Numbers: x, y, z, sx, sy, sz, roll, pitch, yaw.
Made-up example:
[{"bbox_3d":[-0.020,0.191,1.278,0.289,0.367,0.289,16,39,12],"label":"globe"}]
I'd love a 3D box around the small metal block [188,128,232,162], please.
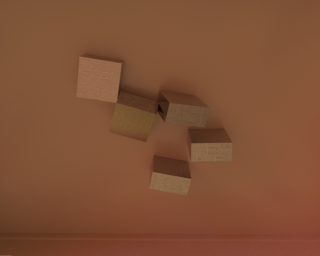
[{"bbox_3d":[0.064,0.021,0.406,0.050,0.050,0.025,-1,110,0],"label":"small metal block"}]

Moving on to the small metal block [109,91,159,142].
[{"bbox_3d":[-0.034,-0.014,0.397,0.050,0.025,0.050,16,130,-7],"label":"small metal block"}]

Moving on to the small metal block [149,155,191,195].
[{"bbox_3d":[0.013,0.063,0.421,0.050,0.050,0.025,11,110,-4],"label":"small metal block"}]

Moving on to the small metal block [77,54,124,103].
[{"bbox_3d":[-0.074,-0.062,0.388,0.050,0.025,0.050,9,110,-3],"label":"small metal block"}]

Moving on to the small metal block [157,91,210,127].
[{"bbox_3d":[0.027,-0.024,0.384,0.050,0.050,0.025,6,111,-17],"label":"small metal block"}]
